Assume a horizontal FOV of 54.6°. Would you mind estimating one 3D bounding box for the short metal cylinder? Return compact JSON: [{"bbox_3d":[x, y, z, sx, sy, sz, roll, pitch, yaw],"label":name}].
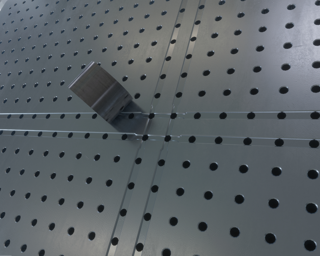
[{"bbox_3d":[-0.086,-0.051,0.451,0.050,0.080,0.080,-48,51,-5],"label":"short metal cylinder"}]
